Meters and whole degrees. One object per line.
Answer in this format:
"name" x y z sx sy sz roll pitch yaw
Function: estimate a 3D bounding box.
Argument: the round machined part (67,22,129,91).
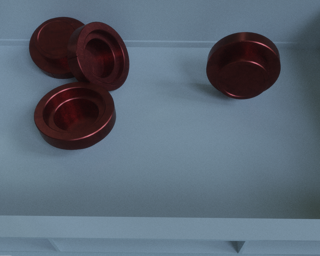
"round machined part" -0.094 -0.100 0.450 0.042 0.098 0.098 -4 42 38

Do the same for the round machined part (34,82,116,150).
"round machined part" -0.106 -0.011 0.401 0.099 0.042 0.098 0 52 0

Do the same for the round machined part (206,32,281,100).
"round machined part" 0.113 -0.077 0.423 0.098 0.097 0.042 8 51 6

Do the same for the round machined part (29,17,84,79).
"round machined part" -0.152 -0.128 0.476 0.099 0.042 0.098 0 77 -1
